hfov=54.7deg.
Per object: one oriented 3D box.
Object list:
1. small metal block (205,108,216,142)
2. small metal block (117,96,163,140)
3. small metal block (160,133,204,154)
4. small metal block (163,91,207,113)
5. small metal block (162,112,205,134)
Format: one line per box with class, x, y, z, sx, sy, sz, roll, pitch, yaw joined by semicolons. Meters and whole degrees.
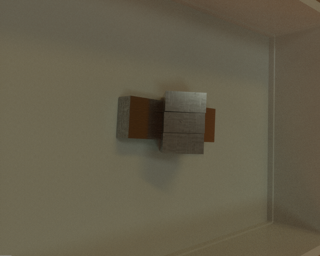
small metal block;0.054;-0.005;0.453;0.050;0.025;0.050;4;88;-40
small metal block;-0.025;-0.012;0.386;0.050;0.025;0.050;5;87;-40
small metal block;0.027;0.020;0.400;0.050;0.050;0.025;2;88;-4
small metal block;0.030;-0.031;0.402;0.050;0.050;0.025;3;88;-4
small metal block;0.028;-0.006;0.401;0.050;0.050;0.025;2;88;-4
